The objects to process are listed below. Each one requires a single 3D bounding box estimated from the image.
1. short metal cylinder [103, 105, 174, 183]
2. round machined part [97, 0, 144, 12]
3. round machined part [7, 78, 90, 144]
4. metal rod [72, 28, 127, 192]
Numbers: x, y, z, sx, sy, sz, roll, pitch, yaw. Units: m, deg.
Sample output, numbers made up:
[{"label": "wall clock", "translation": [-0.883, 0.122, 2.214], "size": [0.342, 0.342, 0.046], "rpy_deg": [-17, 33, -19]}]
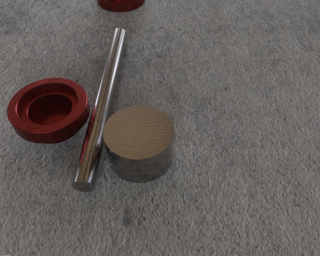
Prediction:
[{"label": "short metal cylinder", "translation": [-0.024, 0.018, 0.371], "size": [0.081, 0.050, 0.080], "rpy_deg": [0, 50, 0]}, {"label": "round machined part", "translation": [-0.080, -0.278, 0.626], "size": [0.099, 0.042, 0.098], "rpy_deg": [0, 50, 0]}, {"label": "round machined part", "translation": [-0.141, -0.018, 0.406], "size": [0.099, 0.042, 0.098], "rpy_deg": [0, 50, 0]}, {"label": "metal rod", "translation": [-0.078, -0.049, 0.443], "size": [0.025, 0.025, 0.300], "rpy_deg": [2, 50, 2]}]
